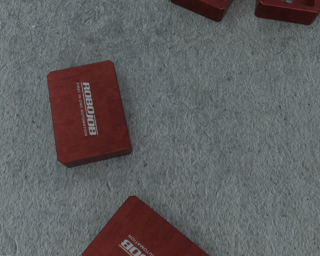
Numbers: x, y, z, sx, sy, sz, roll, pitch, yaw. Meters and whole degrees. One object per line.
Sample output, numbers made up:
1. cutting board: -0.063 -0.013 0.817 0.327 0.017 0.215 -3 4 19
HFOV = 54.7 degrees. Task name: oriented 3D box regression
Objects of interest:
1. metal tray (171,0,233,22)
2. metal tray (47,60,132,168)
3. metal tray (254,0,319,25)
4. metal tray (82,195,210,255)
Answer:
1. metal tray: 0.084 -0.241 0.493 0.090 0.030 0.130 27 72 9
2. metal tray: -0.094 -0.021 0.412 0.091 0.030 0.130 -12 71 -5
3. metal tray: 0.204 -0.231 0.490 0.090 0.030 0.130 11 70 3
4. metal tray: -0.010 0.151 0.350 0.130 0.030 0.090 37 74 12
